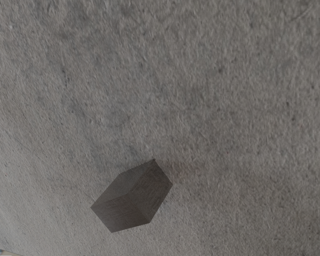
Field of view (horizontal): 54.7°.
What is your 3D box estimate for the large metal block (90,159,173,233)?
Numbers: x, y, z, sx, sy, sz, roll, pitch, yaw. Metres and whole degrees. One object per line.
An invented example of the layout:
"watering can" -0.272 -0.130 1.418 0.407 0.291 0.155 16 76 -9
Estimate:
"large metal block" -0.040 0.099 0.452 0.080 0.080 0.050 -27 104 37
